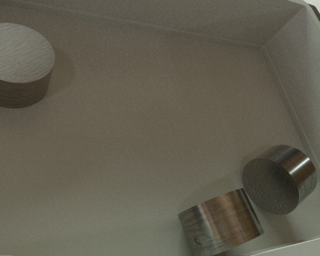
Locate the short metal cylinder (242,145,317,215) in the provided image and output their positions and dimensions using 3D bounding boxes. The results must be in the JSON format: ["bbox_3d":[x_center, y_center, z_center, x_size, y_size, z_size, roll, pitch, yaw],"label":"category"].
[{"bbox_3d":[0.160,0.069,0.417,0.050,0.080,0.080,-23,74,-37],"label":"short metal cylinder"}]

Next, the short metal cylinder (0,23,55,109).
[{"bbox_3d":[-0.163,-0.069,0.344,0.081,0.050,0.080,14,56,-21],"label":"short metal cylinder"}]

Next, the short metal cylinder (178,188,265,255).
[{"bbox_3d":[0.066,0.106,0.343,0.081,0.080,0.050,-9,67,-33],"label":"short metal cylinder"}]
